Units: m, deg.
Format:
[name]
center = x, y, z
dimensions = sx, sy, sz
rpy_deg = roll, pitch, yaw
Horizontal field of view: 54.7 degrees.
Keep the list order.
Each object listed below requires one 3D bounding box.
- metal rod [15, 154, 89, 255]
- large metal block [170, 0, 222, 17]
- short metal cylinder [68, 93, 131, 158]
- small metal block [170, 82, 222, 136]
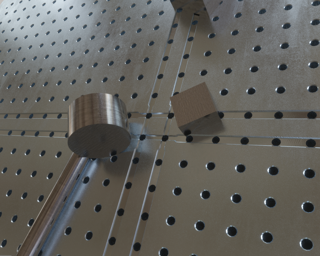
[metal rod]
center = -0.168, 0.158, 0.396
dimensions = 0.025, 0.025, 0.300
rpy_deg = 13, 68, 33
[large metal block]
center = 0.065, -0.235, 0.501
dimensions = 0.080, 0.050, 0.080
rpy_deg = 31, 79, 37
[short metal cylinder]
center = -0.082, -0.002, 0.415
dimensions = 0.080, 0.080, 0.050
rpy_deg = -22, 54, 14
[small metal block]
center = 0.045, -0.024, 0.399
dimensions = 0.050, 0.025, 0.050
rpy_deg = -23, 53, 13
